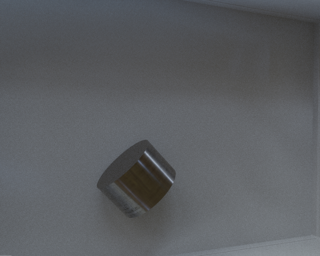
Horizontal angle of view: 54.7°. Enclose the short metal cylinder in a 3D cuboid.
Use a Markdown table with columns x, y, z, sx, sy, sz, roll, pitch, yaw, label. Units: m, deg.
| x | y | z | sx | sy | sz | roll | pitch | yaw | label |
| --- | --- | --- | --- | --- | --- | --- | --- | --- | --- |
| -0.028 | 0.060 | 0.372 | 0.080 | 0.080 | 0.050 | -45 | 104 | -15 | short metal cylinder |
